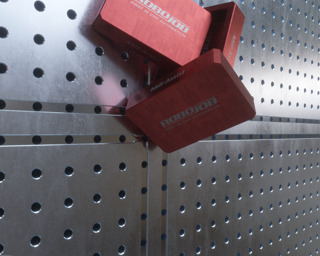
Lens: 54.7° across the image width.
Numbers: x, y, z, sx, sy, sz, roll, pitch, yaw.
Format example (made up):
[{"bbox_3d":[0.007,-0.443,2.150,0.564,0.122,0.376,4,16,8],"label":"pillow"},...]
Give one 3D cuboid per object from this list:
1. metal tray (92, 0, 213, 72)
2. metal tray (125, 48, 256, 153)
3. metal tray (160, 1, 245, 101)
[{"bbox_3d":[-0.005,-0.133,0.383,0.131,0.030,0.090,26,73,-22],"label":"metal tray"},{"bbox_3d":[0.035,-0.026,0.374,0.090,0.130,0.030,46,33,-31],"label":"metal tray"},{"bbox_3d":[0.053,-0.097,0.410,0.030,0.090,0.130,30,71,-47],"label":"metal tray"}]
